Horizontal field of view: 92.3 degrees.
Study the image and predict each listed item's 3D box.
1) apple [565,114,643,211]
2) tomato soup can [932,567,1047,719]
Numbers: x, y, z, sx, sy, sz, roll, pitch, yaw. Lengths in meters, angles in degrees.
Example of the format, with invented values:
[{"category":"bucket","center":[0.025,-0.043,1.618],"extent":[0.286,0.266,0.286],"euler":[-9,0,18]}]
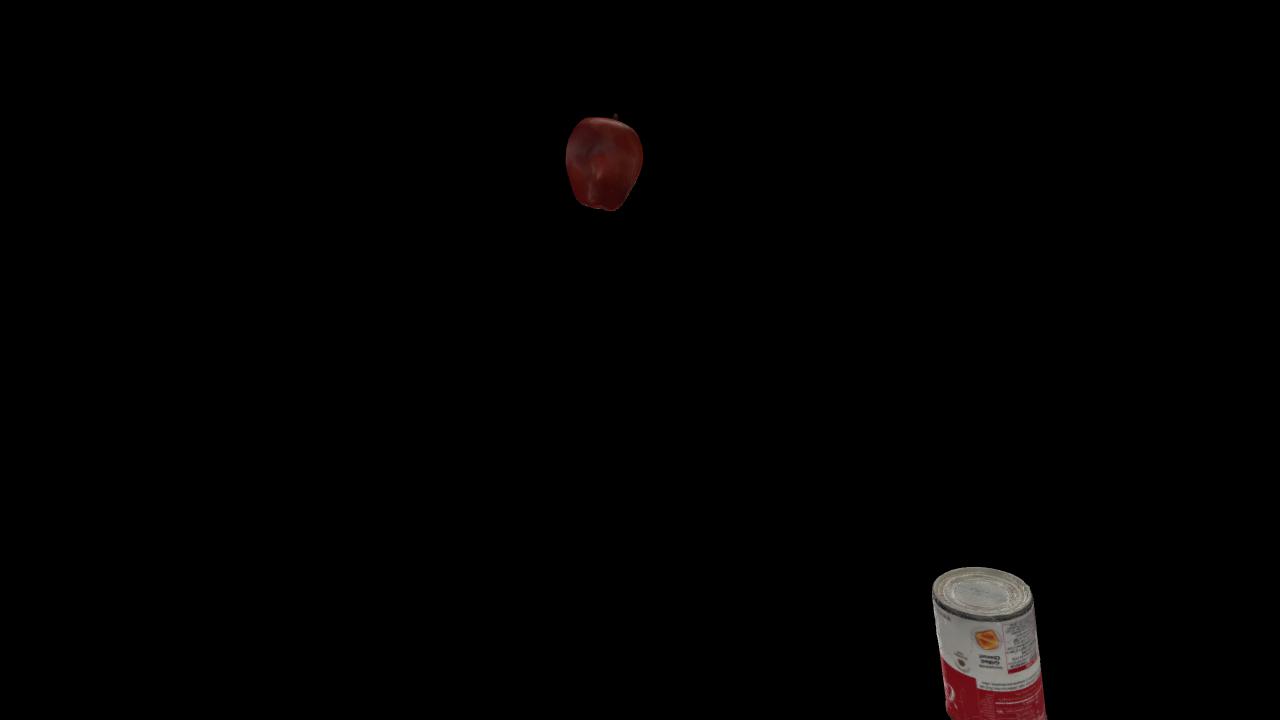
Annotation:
[{"category":"apple","center":[-0.036,-0.200,0.621],"extent":[0.079,0.093,0.079],"euler":[11,19,-4]},{"category":"tomato soup can","center":[0.257,0.215,0.455],"extent":[0.068,0.101,0.068],"euler":[-11,9,2]}]
